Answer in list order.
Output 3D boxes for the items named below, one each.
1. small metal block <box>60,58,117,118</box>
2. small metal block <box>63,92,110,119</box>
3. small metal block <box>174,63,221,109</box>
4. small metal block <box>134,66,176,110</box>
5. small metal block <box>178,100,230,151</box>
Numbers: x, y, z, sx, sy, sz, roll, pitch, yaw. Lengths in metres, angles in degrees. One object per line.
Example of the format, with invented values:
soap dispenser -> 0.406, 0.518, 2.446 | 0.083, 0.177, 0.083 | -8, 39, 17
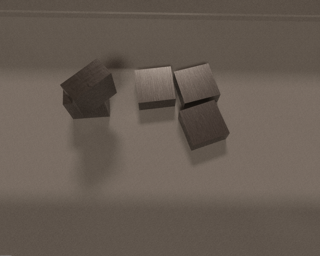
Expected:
small metal block -> -0.081, -0.045, 0.359 | 0.050, 0.050, 0.025 | -40, 76, -13
small metal block -> -0.095, -0.034, 0.408 | 0.050, 0.050, 0.025 | -4, 71, -2
small metal block -> 0.050, -0.057, 0.431 | 0.050, 0.025, 0.050 | -15, 71, -6
small metal block -> -0.007, -0.055, 0.430 | 0.050, 0.025, 0.050 | -7, 70, -3
small metal block -> 0.057, -0.004, 0.412 | 0.050, 0.025, 0.050 | -18, 71, -7
